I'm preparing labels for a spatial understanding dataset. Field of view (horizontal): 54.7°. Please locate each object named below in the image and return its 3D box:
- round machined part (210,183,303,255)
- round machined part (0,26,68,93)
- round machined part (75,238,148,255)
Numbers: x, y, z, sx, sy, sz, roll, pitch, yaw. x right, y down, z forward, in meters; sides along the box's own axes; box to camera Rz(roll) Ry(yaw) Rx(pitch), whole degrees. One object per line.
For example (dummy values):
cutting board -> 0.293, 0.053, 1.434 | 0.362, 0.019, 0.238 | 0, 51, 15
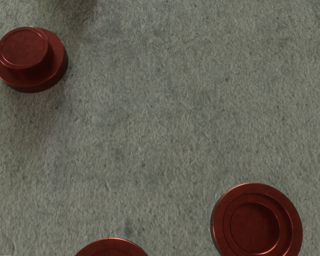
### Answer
round machined part -> 0.107, 0.115, 0.358 | 0.099, 0.042, 0.098 | 0, 70, -1
round machined part -> -0.184, -0.102, 0.434 | 0.099, 0.042, 0.098 | 0, 70, -1
round machined part -> -0.052, 0.171, 0.336 | 0.099, 0.042, 0.098 | 0, 70, -1
